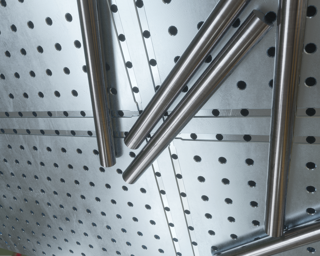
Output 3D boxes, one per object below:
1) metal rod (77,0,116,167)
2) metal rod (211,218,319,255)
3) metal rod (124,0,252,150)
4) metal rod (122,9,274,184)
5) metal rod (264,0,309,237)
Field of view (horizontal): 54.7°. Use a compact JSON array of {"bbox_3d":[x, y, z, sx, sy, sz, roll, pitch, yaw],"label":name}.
[{"bbox_3d":[-0.083,-0.073,0.407,0.025,0.025,0.298,12,124,21],"label":"metal rod"},{"bbox_3d":[0.174,0.147,0.410,0.025,0.025,0.299,46,129,-5],"label":"metal rod"},{"bbox_3d":[0.031,-0.071,0.349,0.025,0.025,0.298,39,129,1],"label":"metal rod"},{"bbox_3d":[0.026,-0.014,0.387,0.025,0.025,0.298,39,129,1],"label":"metal rod"},{"bbox_3d":[0.135,0.007,0.343,0.025,0.025,0.298,7,122,24],"label":"metal rod"}]
